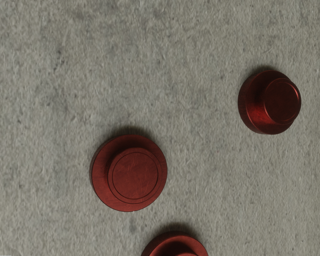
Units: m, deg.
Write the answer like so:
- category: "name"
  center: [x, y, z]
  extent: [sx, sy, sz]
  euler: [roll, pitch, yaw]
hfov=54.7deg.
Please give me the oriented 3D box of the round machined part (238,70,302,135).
- category: "round machined part"
  center: [0.171, -0.039, 0.465]
  extent: [0.099, 0.042, 0.097]
  euler: [0, 90, -21]

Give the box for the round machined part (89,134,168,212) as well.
- category: "round machined part"
  center: [-0.036, 0.057, 0.388]
  extent: [0.099, 0.042, 0.097]
  euler: [0, 90, -21]

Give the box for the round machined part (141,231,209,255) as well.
- category: "round machined part"
  center: [0.023, 0.191, 0.410]
  extent: [0.099, 0.042, 0.097]
  euler: [0, 90, -21]
